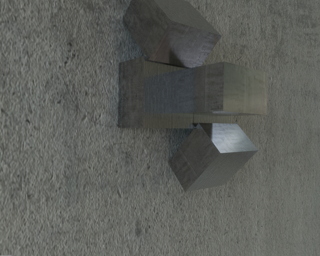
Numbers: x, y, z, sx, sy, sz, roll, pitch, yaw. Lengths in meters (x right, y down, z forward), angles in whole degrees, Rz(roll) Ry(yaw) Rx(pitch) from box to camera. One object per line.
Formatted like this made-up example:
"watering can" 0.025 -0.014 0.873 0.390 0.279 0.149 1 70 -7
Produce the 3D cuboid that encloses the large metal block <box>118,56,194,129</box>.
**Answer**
"large metal block" -0.004 -0.040 0.386 0.081 0.050 0.079 1 90 -40

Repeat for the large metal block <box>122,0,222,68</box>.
"large metal block" 0.013 -0.121 0.375 0.081 0.050 0.080 1 46 -40

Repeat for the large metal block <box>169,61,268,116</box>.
"large metal block" 0.068 -0.041 0.365 0.081 0.080 0.050 2 89 -40

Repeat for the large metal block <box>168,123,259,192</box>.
"large metal block" 0.072 0.039 0.425 0.081 0.080 0.050 1 46 -41

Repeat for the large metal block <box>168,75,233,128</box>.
"large metal block" 0.058 -0.039 0.439 0.081 0.050 0.079 1 90 -40
